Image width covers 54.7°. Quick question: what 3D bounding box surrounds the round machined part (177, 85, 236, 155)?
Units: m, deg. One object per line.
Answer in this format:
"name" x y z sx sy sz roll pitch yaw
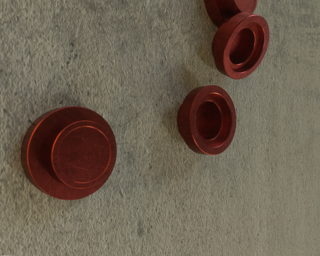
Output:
"round machined part" 0.063 -0.011 0.446 0.099 0.042 0.097 0 90 -40

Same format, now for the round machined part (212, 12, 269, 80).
"round machined part" 0.119 -0.128 0.476 0.099 0.042 0.097 -21 129 -29

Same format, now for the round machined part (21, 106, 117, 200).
"round machined part" -0.086 0.026 0.321 0.099 0.042 0.097 0 90 -40

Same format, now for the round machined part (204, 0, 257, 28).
"round machined part" 0.118 -0.208 0.491 0.099 0.042 0.097 0 90 -40
